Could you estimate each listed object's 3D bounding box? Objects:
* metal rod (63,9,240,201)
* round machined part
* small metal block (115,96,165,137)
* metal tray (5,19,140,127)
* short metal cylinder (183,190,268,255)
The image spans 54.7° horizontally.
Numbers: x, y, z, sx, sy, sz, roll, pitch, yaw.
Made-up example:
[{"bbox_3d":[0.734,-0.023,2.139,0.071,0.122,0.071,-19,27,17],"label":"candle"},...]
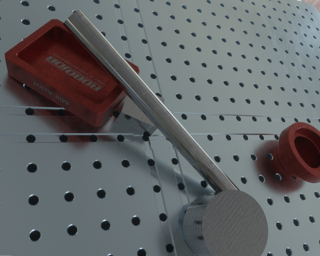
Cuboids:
[{"bbox_3d":[0.004,-0.011,0.368,0.300,0.025,0.025,48,49,-15],"label":"metal rod"},{"bbox_3d":[0.229,0.043,0.498,0.099,0.042,0.098,14,56,-21],"label":"round machined part"},{"bbox_3d":[-0.026,-0.024,0.410,0.050,0.025,0.050,24,53,-14],"label":"small metal block"},{"bbox_3d":[-0.103,-0.070,0.376,0.130,0.030,0.090,31,55,3],"label":"metal tray"},{"bbox_3d":[0.073,0.113,0.353,0.081,0.050,0.080,6,72,-18],"label":"short metal cylinder"}]
